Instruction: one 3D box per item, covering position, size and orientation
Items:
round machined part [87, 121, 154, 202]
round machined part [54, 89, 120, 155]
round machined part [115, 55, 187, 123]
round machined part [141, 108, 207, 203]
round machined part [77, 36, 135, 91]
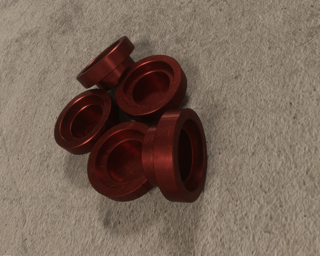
[{"bbox_3d":[-0.037,0.044,0.384,0.098,0.042,0.098,-13,56,20],"label":"round machined part"},{"bbox_3d":[-0.098,-0.005,0.442,0.098,0.042,0.098,-17,52,23],"label":"round machined part"},{"bbox_3d":[-0.008,-0.049,0.426,0.098,0.042,0.098,-13,56,20],"label":"round machined part"},{"bbox_3d":[0.015,0.029,0.331,0.042,0.098,0.098,-4,60,26],"label":"round machined part"},{"bbox_3d":[-0.075,-0.092,0.470,0.098,0.042,0.098,-34,23,17],"label":"round machined part"}]
